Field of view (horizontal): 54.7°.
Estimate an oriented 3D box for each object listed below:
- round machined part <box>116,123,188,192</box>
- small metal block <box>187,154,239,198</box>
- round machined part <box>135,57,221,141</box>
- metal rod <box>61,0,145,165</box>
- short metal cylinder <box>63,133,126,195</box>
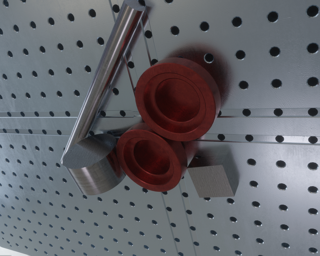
[{"bbox_3d":[-0.007,0.035,0.424,0.098,0.042,0.097,15,124,23],"label":"round machined part"},{"bbox_3d":[0.071,0.065,0.414,0.050,0.025,0.050,-10,113,32],"label":"small metal block"},{"bbox_3d":[0.024,-0.036,0.365,0.098,0.042,0.097,13,124,21],"label":"round machined part"},{"bbox_3d":[-0.092,-0.040,0.435,0.025,0.025,0.298,37,129,3],"label":"metal rod"},{"bbox_3d":[-0.093,0.052,0.453,0.080,0.080,0.050,-2,125,29],"label":"short metal cylinder"}]
